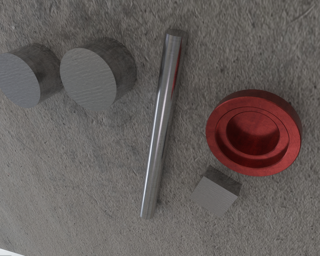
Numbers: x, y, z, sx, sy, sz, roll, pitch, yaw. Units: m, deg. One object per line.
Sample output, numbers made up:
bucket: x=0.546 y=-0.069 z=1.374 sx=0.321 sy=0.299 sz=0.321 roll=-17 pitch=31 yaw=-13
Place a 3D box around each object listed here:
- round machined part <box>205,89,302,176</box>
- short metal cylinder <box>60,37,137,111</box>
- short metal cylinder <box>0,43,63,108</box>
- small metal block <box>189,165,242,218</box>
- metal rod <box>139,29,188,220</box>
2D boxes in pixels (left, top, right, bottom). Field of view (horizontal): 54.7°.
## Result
round machined part: x=0.104 y=0.002 z=0.342 sx=0.098 sy=0.042 sz=0.097 roll=13 pitch=124 yaw=21
short metal cylinder: x=-0.076 y=-0.068 z=0.389 sx=0.080 sy=0.050 sz=0.079 roll=13 pitch=124 yaw=21
short metal cylinder: x=-0.185 y=-0.075 z=0.442 sx=0.080 sy=0.050 sz=0.079 roll=13 pitch=124 yaw=21
small metal block: x=0.075 y=0.086 z=0.421 sx=0.050 sy=0.025 sz=0.050 roll=31 pitch=128 yaw=8
metal rod: x=-0.002 y=0.018 z=0.418 sx=0.025 sy=0.025 sz=0.298 roll=20 pitch=126 yaw=16
